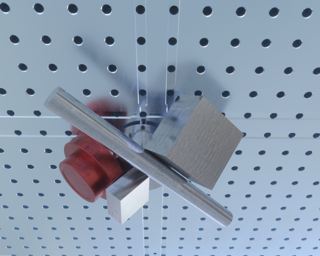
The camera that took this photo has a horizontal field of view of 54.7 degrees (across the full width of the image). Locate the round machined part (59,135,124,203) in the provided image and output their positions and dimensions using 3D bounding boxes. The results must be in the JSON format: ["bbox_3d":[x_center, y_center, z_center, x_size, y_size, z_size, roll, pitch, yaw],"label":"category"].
[{"bbox_3d":[-0.095,0.060,0.412,0.098,0.042,0.097,28,141,26],"label":"round machined part"}]

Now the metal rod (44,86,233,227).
[{"bbox_3d":[-0.006,0.050,0.384,0.025,0.025,0.301,-36,122,26],"label":"metal rod"}]

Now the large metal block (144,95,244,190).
[{"bbox_3d":[0.042,0.016,0.376,0.080,0.050,0.080,39,77,-28],"label":"large metal block"}]

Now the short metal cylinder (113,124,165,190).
[{"bbox_3d":[-0.024,0.041,0.425,0.081,0.050,0.079,0,130,0],"label":"short metal cylinder"}]

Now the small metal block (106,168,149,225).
[{"bbox_3d":[-0.040,0.086,0.395,0.025,0.050,0.050,31,137,28],"label":"small metal block"}]
